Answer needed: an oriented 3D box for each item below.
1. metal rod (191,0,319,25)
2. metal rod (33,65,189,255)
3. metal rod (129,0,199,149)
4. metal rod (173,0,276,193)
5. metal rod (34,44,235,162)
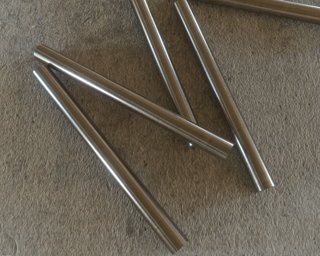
[{"bbox_3d":[0.165,-0.188,0.477,0.302,0.025,0.025,13,71,4],"label":"metal rod"},{"bbox_3d":[-0.072,0.029,0.396,0.025,0.025,0.300,-38,74,-13],"label":"metal rod"},{"bbox_3d":[-0.002,-0.111,0.448,0.025,0.025,0.299,-18,71,-7],"label":"metal rod"},{"bbox_3d":[0.081,-0.057,0.429,0.025,0.025,0.299,-18,71,-7],"label":"metal rod"},{"bbox_3d":[-0.045,-0.040,0.406,0.301,0.025,0.025,29,72,16],"label":"metal rod"}]
